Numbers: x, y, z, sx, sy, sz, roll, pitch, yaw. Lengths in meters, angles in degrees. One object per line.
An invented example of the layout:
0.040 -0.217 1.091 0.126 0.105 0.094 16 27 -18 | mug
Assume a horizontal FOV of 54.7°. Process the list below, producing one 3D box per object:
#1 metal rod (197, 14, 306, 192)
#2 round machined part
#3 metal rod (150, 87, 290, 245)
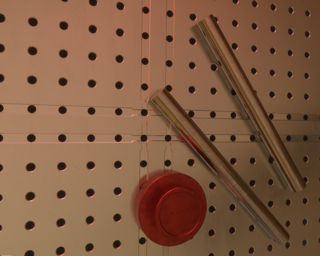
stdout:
0.141 -0.030 0.464 0.025 0.025 0.299 -36 102 -16 | metal rod
0.019 0.108 0.411 0.099 0.042 0.097 0 90 -20 | round machined part
0.094 0.063 0.446 0.025 0.025 0.300 -45 104 -14 | metal rod
